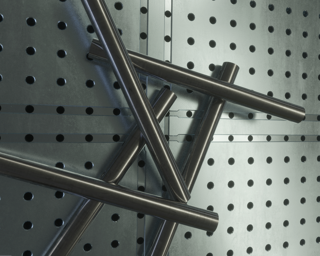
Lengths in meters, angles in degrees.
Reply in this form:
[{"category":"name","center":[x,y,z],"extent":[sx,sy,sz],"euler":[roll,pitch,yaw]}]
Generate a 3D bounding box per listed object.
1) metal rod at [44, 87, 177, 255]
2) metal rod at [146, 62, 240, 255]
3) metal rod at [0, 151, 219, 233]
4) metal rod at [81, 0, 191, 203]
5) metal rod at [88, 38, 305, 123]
[{"category":"metal rod","center":[-0.070,0.075,0.387],"extent":[0.025,0.025,0.300],"euler":[38,78,-17]},{"category":"metal rod","center":[0.047,0.046,0.431],"extent":[0.025,0.025,0.299],"euler":[25,81,-19]},{"category":"metal rod","center":[-0.074,0.072,0.360],"extent":[0.302,0.025,0.025],"euler":[18,84,-10]},{"category":"metal rod","center":[-0.031,-0.042,0.372],"extent":[0.025,0.025,0.299],"euler":[-27,101,-18]},{"category":"metal rod","center":[0.057,-0.059,0.413],"extent":[0.302,0.025,0.025],"euler":[16,85,-12]}]
